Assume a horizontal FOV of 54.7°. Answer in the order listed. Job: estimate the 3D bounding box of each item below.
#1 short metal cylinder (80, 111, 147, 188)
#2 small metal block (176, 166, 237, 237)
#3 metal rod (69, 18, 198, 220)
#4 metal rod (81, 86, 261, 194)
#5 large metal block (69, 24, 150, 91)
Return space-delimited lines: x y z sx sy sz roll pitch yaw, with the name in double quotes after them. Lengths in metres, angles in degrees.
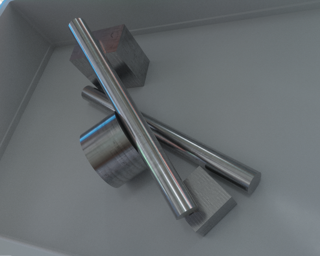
-0.051 0.025 0.377 0.050 0.080 0.080 -35 52 5 "short metal cylinder"
0.044 0.078 0.332 0.050 0.025 0.050 -44 51 -3 "small metal block"
-0.045 -0.030 0.370 0.025 0.025 0.299 -35 64 5 "metal rod"
-0.009 0.000 0.407 0.300 0.025 0.025 28 77 37 "metal rod"
-0.073 -0.102 0.469 0.080 0.080 0.050 -4 60 26 "large metal block"
